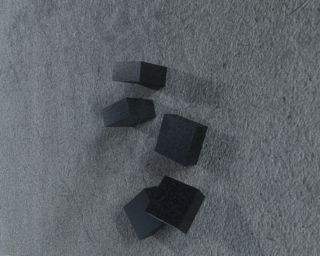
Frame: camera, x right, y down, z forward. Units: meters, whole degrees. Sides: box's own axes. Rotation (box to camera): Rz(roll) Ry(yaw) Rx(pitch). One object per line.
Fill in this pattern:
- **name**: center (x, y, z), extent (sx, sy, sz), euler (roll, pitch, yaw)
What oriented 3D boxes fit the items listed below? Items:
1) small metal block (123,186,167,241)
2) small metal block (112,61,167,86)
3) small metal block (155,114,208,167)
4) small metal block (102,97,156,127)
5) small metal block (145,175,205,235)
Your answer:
- **small metal block**: center (-0.016, 0.115, 0.418), extent (0.050, 0.025, 0.050), euler (-46, 63, 30)
- **small metal block**: center (-0.027, -0.072, 0.411), extent (0.050, 0.050, 0.025), euler (9, 96, 39)
- **small metal block**: center (0.025, 0.014, 0.384), extent (0.050, 0.025, 0.050), euler (24, 105, 37)
- **small metal block**: center (-0.042, -0.020, 0.424), extent (0.050, 0.050, 0.025), euler (-21, 77, 38)
- **small metal block**: center (0.018, 0.092, 0.374), extent (0.050, 0.025, 0.050), euler (17, 68, 37)
